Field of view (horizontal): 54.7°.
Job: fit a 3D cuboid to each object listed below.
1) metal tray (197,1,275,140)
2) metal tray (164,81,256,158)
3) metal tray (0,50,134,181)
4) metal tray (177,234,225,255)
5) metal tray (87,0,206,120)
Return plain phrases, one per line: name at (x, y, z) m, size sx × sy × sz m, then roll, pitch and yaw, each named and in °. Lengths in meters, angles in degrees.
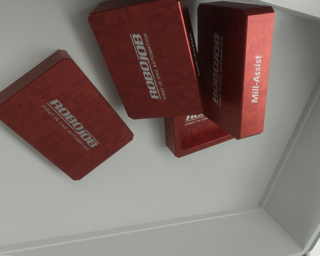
metal tray at (0.075, -0.064, 0.333) m, size 0.030 × 0.090 × 0.129 m, roll -14°, pitch 119°, yaw -18°
metal tray at (0.071, -0.020, 0.431) m, size 0.131 × 0.030 × 0.089 m, roll -18°, pitch 126°, yaw -18°
metal tray at (-0.100, -0.009, 0.345) m, size 0.090 × 0.030 × 0.130 m, roll -38°, pitch 129°, yaw -3°
metal tray at (0.080, 0.282, 0.626) m, size 0.091 × 0.030 × 0.129 m, roll -14°, pitch 124°, yaw -21°
metal tray at (-0.008, -0.070, 0.326) m, size 0.090 × 0.030 × 0.129 m, roll -4°, pitch 130°, yaw 19°
